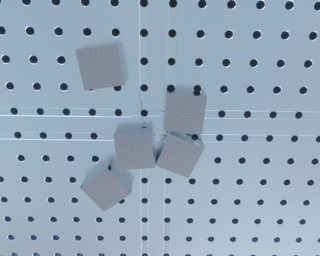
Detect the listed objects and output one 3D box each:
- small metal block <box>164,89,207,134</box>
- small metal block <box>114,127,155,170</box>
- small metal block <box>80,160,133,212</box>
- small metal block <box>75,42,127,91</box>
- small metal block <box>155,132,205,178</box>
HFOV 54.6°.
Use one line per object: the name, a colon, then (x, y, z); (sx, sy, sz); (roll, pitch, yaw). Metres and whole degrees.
small metal block: (0.032, -0.022, 0.405); (0.050, 0.025, 0.050); (4, 110, -2)
small metal block: (-0.034, 0.028, 0.423); (0.050, 0.025, 0.050); (-3, 110, 1)
small metal block: (-0.076, 0.083, 0.443); (0.050, 0.025, 0.050); (-36, 107, 12)
small metal block: (-0.072, -0.077, 0.385); (0.050, 0.025, 0.050); (-7, 110, 2)
small metal block: (0.026, 0.034, 0.426); (0.050, 0.025, 0.050); (22, 109, -8)
